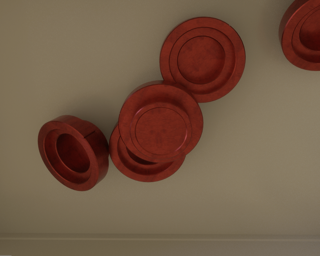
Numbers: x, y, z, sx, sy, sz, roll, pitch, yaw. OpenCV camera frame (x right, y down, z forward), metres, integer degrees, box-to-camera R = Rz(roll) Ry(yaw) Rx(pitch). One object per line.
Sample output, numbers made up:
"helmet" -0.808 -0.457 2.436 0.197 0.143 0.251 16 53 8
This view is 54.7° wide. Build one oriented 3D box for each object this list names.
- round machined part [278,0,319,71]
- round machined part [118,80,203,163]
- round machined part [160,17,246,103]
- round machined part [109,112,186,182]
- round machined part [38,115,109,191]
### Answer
"round machined part" 0.185 -0.116 0.349 0.099 0.042 0.097 4 137 4
"round machined part" 0.001 -0.003 0.356 0.099 0.042 0.097 0 110 -1
"round machined part" 0.049 -0.083 0.373 0.099 0.042 0.097 0 110 -1
"round machined part" -0.015 0.019 0.409 0.099 0.042 0.097 0 110 -1
"round machined part" -0.104 0.028 0.397 0.098 0.042 0.097 14 120 25
